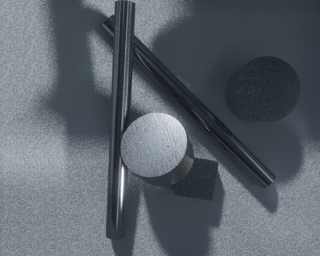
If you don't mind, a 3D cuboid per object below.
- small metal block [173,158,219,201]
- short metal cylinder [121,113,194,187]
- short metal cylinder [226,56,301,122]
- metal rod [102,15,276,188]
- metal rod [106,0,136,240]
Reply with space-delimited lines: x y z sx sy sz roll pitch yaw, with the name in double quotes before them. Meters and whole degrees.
"small metal block" 0.047 0.066 0.412 0.050 0.025 0.050 9 90 -1
"short metal cylinder" -0.002 0.028 0.383 0.080 0.050 0.080 -6 65 13
"short metal cylinder" 0.131 -0.048 0.401 0.081 0.050 0.079 0 90 -1
"metal rod" 0.038 -0.034 0.411 0.300 0.025 0.025 45 90 -1
"metal rod" -0.051 -0.005 0.396 0.025 0.025 0.298 3 96 -1
